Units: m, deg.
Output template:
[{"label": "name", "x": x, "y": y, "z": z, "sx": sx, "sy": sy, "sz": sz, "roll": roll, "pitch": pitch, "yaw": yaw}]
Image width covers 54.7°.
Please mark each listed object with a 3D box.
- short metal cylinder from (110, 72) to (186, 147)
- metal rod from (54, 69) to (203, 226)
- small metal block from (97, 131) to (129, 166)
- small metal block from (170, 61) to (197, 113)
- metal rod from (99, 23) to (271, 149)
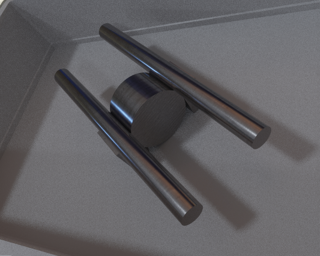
[{"label": "short metal cylinder", "x": -0.015, "y": -0.023, "z": 0.389, "sx": 0.080, "sy": 0.080, "sz": 0.050, "roll": -45, "pitch": 51, "yaw": -3}, {"label": "metal rod", "x": -0.059, "y": 0.000, "z": 0.370, "sx": 0.025, "sy": 0.025, "sz": 0.300, "roll": -45, "pitch": 51, "yaw": -4}, {"label": "small metal block", "x": -0.046, "y": 0.022, "z": 0.397, "sx": 0.025, "sy": 0.050, "sz": 0.050, "roll": -45, "pitch": 51, "yaw": -3}, {"label": "small metal block", "x": 0.029, "y": -0.053, "z": 0.403, "sx": 0.025, "sy": 0.050, "sz": 0.050, "roll": -45, "pitch": 51, "yaw": -3}, {"label": "metal rod", "x": 0.006, "y": -0.069, "z": 0.378, "sx": 0.025, "sy": 0.025, "sz": 0.300, "roll": -45, "pitch": 51, "yaw": -4}]
